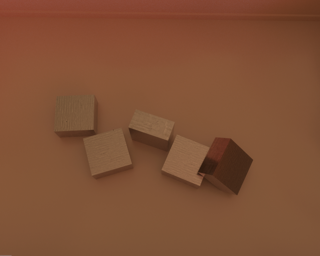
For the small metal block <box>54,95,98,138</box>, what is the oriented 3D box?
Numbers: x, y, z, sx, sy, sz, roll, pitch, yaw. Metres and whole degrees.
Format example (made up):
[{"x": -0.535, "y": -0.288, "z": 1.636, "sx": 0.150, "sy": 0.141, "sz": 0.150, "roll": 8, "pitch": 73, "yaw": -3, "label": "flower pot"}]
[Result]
[{"x": -0.111, "y": -0.016, "z": 0.415, "sx": 0.050, "sy": 0.025, "sz": 0.050, "roll": -3, "pitch": 70, "yaw": -1, "label": "small metal block"}]

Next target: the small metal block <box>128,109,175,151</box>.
[{"x": -0.010, "y": 0.004, "z": 0.395, "sx": 0.050, "sy": 0.050, "sz": 0.025, "roll": 18, "pitch": 71, "yaw": 6, "label": "small metal block"}]

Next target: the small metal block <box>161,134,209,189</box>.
[{"x": 0.035, "y": 0.043, "z": 0.394, "sx": 0.050, "sy": 0.025, "sz": 0.050, "roll": 22, "pitch": 71, "yaw": 7, "label": "small metal block"}]

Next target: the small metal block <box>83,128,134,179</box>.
[{"x": -0.066, "y": 0.033, "z": 0.397, "sx": 0.050, "sy": 0.025, "sz": 0.050, "roll": -16, "pitch": 71, "yaw": -6, "label": "small metal block"}]

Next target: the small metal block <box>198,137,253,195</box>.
[{"x": 0.081, "y": 0.046, "z": 0.379, "sx": 0.050, "sy": 0.025, "sz": 0.050, "roll": 40, "pitch": 70, "yaw": -29, "label": "small metal block"}]
